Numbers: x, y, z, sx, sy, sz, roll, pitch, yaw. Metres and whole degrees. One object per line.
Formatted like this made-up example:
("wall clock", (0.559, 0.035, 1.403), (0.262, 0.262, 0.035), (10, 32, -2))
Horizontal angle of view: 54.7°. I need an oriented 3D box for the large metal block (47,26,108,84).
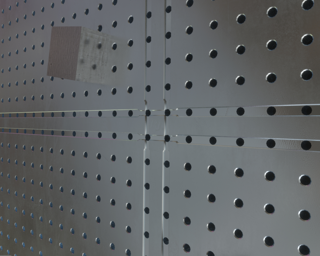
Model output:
("large metal block", (-0.135, -0.118, 0.501), (0.080, 0.050, 0.079), (15, 99, 38))
